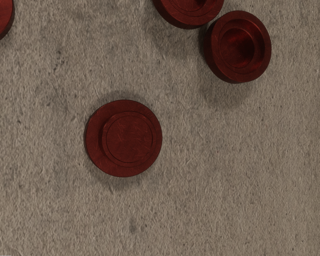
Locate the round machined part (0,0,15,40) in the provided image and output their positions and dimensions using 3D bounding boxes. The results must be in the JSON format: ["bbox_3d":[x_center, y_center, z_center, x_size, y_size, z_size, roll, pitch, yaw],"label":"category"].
[{"bbox_3d":[-0.208,-0.135,0.323,0.099,0.042,0.097,0,90,-21],"label":"round machined part"}]

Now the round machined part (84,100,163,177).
[{"bbox_3d":[-0.042,0.013,0.385,0.099,0.042,0.097,0,90,-21],"label":"round machined part"}]

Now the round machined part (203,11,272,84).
[{"bbox_3d":[0.105,-0.111,0.440,0.099,0.042,0.097,0,90,-21],"label":"round machined part"}]

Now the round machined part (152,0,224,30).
[{"bbox_3d":[0.033,-0.180,0.413,0.099,0.042,0.097,0,90,-21],"label":"round machined part"}]
